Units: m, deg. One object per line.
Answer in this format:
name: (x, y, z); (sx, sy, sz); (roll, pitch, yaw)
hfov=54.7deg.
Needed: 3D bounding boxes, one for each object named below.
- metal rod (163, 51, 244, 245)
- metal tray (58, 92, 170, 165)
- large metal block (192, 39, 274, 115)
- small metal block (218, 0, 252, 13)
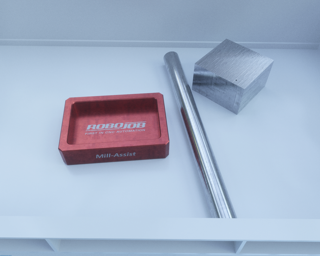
metal rod: (0.045, -0.001, 0.405); (0.025, 0.025, 0.300); (-8, 51, -7)
metal tray: (-0.057, -0.002, 0.402); (0.131, 0.030, 0.090); (-4, 50, -4)
large metal block: (0.105, -0.077, 0.455); (0.080, 0.050, 0.080); (34, 57, 25)
small metal block: (0.152, -0.261, 0.629); (0.050, 0.025, 0.050); (-11, 51, -10)
